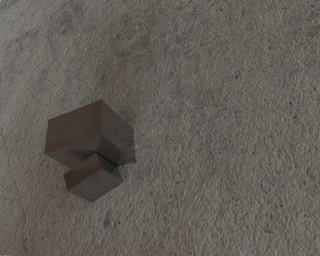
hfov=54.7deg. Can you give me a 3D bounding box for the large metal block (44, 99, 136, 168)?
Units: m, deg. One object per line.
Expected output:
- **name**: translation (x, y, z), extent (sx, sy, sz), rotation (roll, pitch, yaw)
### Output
- **large metal block**: translation (-0.088, 0.017, 0.403), extent (0.080, 0.080, 0.050), rotation (-18, 55, 17)

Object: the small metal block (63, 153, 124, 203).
- **small metal block**: translation (-0.083, 0.064, 0.391), extent (0.050, 0.050, 0.025), rotation (-34, 52, 5)
